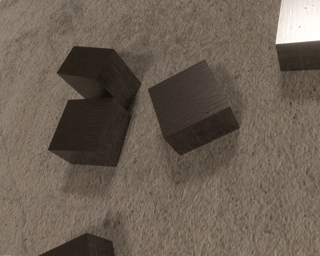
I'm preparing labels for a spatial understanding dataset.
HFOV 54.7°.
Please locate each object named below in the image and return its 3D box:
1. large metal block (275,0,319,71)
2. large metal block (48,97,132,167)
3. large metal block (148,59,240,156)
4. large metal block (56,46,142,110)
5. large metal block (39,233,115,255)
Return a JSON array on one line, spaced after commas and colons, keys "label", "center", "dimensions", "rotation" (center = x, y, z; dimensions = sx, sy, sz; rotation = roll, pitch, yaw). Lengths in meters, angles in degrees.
[{"label": "large metal block", "center": [0.185, -0.115, 0.362], "dimensions": [0.080, 0.050, 0.080], "rotation": [2, 63, 29]}, {"label": "large metal block", "center": [-0.096, 0.006, 0.433], "dimensions": [0.080, 0.050, 0.080], "rotation": [0, 62, 27]}, {"label": "large metal block", "center": [0.040, -0.025, 0.381], "dimensions": [0.080, 0.050, 0.080], "rotation": [-26, 53, 11]}, {"label": "large metal block", "center": [-0.088, -0.073, 0.458], "dimensions": [0.080, 0.080, 0.050], "rotation": [13, 69, 33]}, {"label": "large metal block", "center": [-0.091, 0.170, 0.329], "dimensions": [0.080, 0.050, 0.080], "rotation": [-28, 52, 10]}]
